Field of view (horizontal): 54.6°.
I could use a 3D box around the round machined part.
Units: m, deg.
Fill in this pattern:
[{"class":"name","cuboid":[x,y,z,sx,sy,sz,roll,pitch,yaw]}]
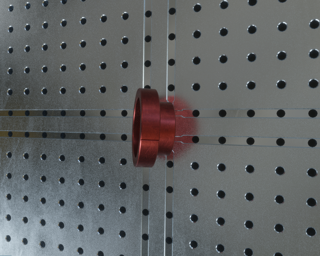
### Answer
[{"class":"round machined part","cuboid":[-0.008,0.000,0.387,0.042,0.098,0.097,3,91,-11]}]
